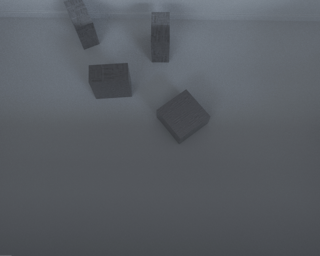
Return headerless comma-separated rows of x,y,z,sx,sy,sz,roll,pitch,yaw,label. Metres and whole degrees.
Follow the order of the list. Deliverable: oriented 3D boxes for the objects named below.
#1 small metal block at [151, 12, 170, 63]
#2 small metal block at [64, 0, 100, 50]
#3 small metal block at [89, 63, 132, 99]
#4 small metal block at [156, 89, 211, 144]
0.001,-0.129,0.443,0.025,0.050,0.050,0,70,0,small metal block
-0.113,-0.152,0.451,0.025,0.050,0.050,-23,72,-8,small metal block
-0.066,-0.063,0.419,0.050,0.050,0.025,-4,70,-2,small metal block
0.031,-0.015,0.415,0.050,0.025,0.050,-36,74,-12,small metal block
